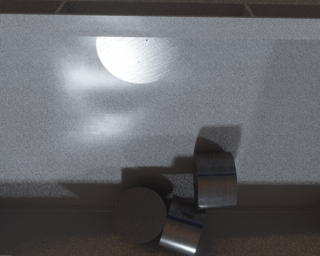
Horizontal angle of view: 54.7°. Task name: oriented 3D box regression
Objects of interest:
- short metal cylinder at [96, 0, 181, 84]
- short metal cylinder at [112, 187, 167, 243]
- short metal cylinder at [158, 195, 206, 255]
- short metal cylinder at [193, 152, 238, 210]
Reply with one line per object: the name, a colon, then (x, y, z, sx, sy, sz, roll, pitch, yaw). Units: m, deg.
short metal cylinder: (-0.020, -0.092, 0.314, 0.081, 0.050, 0.079, 0, 130, 0)
short metal cylinder: (-0.030, 0.133, 0.477, 0.080, 0.080, 0.050, -1, 164, 1)
short metal cylinder: (0.033, 0.146, 0.463, 0.050, 0.080, 0.079, 17, 130, 6)
short metal cylinder: (0.075, 0.074, 0.437, 0.050, 0.080, 0.079, -2, 130, 1)
